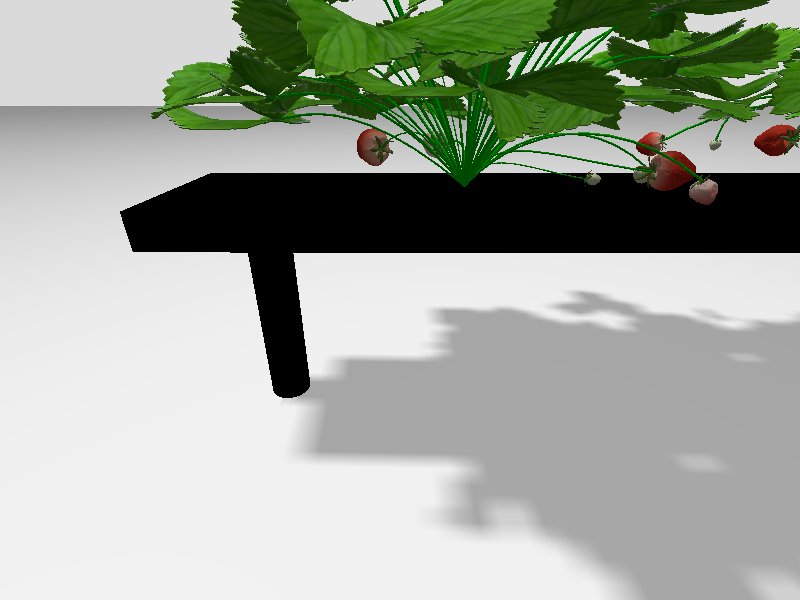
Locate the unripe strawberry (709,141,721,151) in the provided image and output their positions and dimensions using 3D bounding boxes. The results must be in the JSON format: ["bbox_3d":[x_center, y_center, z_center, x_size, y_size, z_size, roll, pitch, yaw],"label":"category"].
[{"bbox_3d":[0.383,-0.188,0.488,0.011,0.011,0.011,-18,33,-31],"label":"unripe strawberry"}]

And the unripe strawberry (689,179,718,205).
[{"bbox_3d":[0.215,-0.076,0.283,0.017,0.017,0.019,-24,14,32],"label":"unripe strawberry"}]

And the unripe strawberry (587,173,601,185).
[{"bbox_3d":[0.165,-0.104,0.343,0.012,0.010,0.012,0,27,-1],"label":"unripe strawberry"}]

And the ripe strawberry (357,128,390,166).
[{"bbox_3d":[-0.032,-0.170,0.445,0.037,0.039,0.040,-18,32,-31],"label":"ripe strawberry"}]

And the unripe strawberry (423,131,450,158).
[{"bbox_3d":[0.044,-0.190,0.488,0.034,0.030,0.031,-2,27,-3],"label":"unripe strawberry"}]

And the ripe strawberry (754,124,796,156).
[{"bbox_3d":[0.462,-0.197,0.494,0.041,0.036,0.037,-6,22,-12],"label":"ripe strawberry"}]

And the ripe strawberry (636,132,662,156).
[{"bbox_3d":[0.316,-0.197,0.508,0.027,0.029,0.029,-24,22,-38],"label":"ripe strawberry"}]

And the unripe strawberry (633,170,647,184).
[{"bbox_3d":[0.212,-0.109,0.350,0.014,0.014,0.013,-9,28,0],"label":"unripe strawberry"}]

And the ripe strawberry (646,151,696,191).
[{"bbox_3d":[0.217,-0.102,0.319,0.031,0.030,0.034,4,28,6],"label":"ripe strawberry"}]
